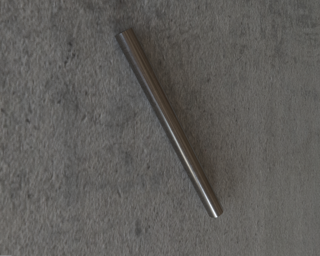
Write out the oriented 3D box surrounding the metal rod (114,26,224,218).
[{"bbox_3d":[0.022,0.007,0.424,0.025,0.025,0.299,-42,116,-32],"label":"metal rod"}]
